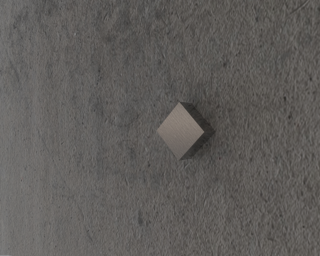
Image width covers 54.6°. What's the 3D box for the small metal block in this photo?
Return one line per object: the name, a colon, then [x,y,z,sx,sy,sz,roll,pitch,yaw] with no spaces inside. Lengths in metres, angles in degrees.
small metal block: [0.031,0.004,0.380,0.050,0.025,0.050,-52,60,27]
